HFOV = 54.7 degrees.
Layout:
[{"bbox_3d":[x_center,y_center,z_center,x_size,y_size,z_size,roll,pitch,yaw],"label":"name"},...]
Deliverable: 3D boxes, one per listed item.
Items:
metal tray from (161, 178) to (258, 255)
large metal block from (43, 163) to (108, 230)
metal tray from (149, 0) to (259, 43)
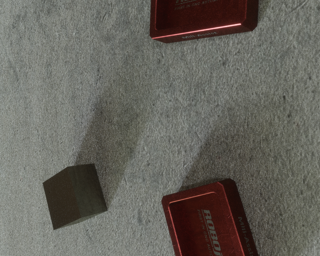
[{"bbox_3d":[0.059,0.131,0.353,0.090,0.030,0.129,-25,75,37],"label":"metal tray"},{"bbox_3d":[-0.140,0.111,0.504,0.080,0.050,0.080,-31,71,35],"label":"large metal block"},{"bbox_3d":[0.047,-0.153,0.362,0.130,0.030,0.089,4,93,39],"label":"metal tray"}]
